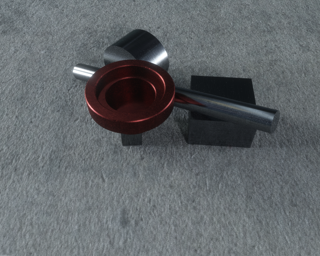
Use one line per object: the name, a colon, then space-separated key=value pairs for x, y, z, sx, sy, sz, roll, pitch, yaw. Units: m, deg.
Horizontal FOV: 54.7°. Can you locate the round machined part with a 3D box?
round machined part: x=-0.033 y=-0.031 z=0.355 sx=0.099 sy=0.042 sz=0.098 roll=0 pitch=51 yaw=0

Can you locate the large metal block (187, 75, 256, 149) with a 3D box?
large metal block: x=0.079 y=-0.022 z=0.408 sx=0.080 sy=0.050 sz=0.080 roll=4 pitch=50 yaw=2

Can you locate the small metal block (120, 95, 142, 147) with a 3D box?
small metal block: x=-0.037 y=-0.011 z=0.398 sx=0.025 sy=0.050 sz=0.050 roll=-2 pitch=50 yaw=-2

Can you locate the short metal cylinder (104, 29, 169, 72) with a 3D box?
short metal cylinder: x=-0.034 y=-0.094 z=0.448 sx=0.080 sy=0.080 sz=0.050 roll=30 pitch=56 yaw=22

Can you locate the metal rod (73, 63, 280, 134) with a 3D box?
metal rod: x=-0.003 y=-0.046 z=0.395 sx=0.300 sy=0.025 sz=0.025 roll=19 pitch=51 yaw=32
